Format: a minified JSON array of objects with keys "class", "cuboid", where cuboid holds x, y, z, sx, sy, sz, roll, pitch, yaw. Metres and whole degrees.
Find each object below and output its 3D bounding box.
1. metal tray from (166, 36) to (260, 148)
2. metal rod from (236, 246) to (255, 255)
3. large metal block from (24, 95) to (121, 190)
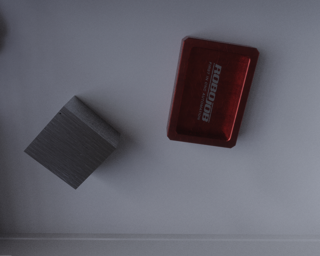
[{"class":"metal tray","cuboid":[0.063,-0.044,0.393,0.091,0.030,0.129,8,110,-4]},{"class":"metal rod","cuboid":[0.084,0.326,0.534,0.025,0.025,0.298,20,109,-8]},{"class":"large metal block","cuboid":[-0.111,0.018,0.403,0.080,0.050,0.080,41,105,-14]}]
